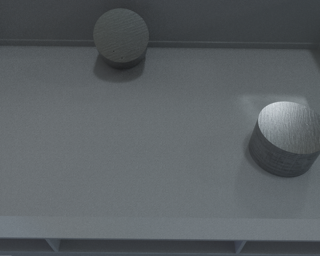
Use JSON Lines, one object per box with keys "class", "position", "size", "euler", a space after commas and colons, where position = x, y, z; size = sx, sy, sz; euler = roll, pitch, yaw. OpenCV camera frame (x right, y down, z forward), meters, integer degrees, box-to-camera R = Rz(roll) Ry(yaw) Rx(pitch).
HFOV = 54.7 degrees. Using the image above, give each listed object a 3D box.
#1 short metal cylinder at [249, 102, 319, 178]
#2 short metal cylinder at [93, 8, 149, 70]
{"class": "short metal cylinder", "position": [0.155, 0.013, 0.380], "size": [0.081, 0.050, 0.080], "euler": [0, 50, 0]}
{"class": "short metal cylinder", "position": [-0.058, -0.135, 0.476], "size": [0.081, 0.050, 0.079], "euler": [0, 89, -5]}
